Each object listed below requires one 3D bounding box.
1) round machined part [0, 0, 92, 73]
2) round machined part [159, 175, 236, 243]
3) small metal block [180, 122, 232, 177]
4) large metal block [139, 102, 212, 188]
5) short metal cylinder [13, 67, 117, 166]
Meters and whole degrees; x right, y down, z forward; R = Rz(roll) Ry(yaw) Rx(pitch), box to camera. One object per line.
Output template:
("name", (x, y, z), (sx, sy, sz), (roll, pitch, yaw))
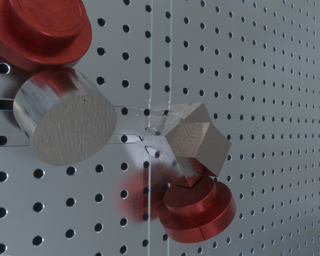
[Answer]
("round machined part", (-0.108, -0.103, 0.288), (0.099, 0.042, 0.098), (17, 61, -32))
("round machined part", (0.044, 0.096, 0.398), (0.099, 0.098, 0.042), (-37, 114, -34))
("small metal block", (0.060, 0.027, 0.394), (0.050, 0.025, 0.050), (41, 65, -32))
("large metal block", (0.032, 0.021, 0.420), (0.080, 0.050, 0.080), (-40, 115, -33))
("short metal cylinder", (-0.089, -0.011, 0.294), (0.081, 0.050, 0.080), (-28, 142, -24))
